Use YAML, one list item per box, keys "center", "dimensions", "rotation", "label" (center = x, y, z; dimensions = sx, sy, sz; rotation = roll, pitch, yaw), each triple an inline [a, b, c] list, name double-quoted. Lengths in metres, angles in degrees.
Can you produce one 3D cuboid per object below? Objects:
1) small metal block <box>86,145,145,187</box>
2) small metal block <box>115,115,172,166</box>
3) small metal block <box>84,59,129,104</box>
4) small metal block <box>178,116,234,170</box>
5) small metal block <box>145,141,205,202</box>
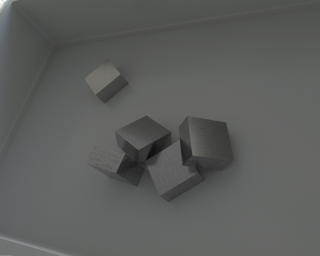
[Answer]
- center: [-0.055, 0.048, 0.389]
  dimensions: [0.050, 0.050, 0.025]
  rotation: [12, 68, 33]
  label: "small metal block"
- center: [-0.021, 0.014, 0.393]
  dimensions: [0.050, 0.025, 0.050]
  rotation: [-28, 43, -29]
  label: "small metal block"
- center: [-0.086, -0.076, 0.498]
  dimensions: [0.050, 0.025, 0.050]
  rotation: [-40, 51, 1]
  label: "small metal block"
- center: [0.051, 0.017, 0.350]
  dimensions: [0.050, 0.025, 0.050]
  rotation: [9, 55, -19]
  label: "small metal block"
- center: [0.017, 0.050, 0.366]
  dimensions: [0.050, 0.025, 0.050]
  rotation: [-32, 52, 7]
  label: "small metal block"
